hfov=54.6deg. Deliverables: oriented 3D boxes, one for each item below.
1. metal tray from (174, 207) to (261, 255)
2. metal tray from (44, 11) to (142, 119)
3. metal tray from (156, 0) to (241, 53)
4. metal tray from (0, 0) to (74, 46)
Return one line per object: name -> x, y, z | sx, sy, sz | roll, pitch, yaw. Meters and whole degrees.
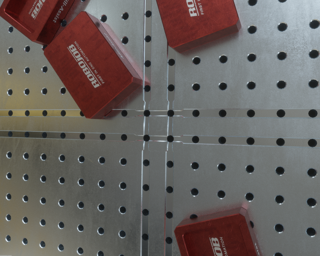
metal tray -> 0.080, 0.173, 0.381 | 0.090, 0.030, 0.129 | -19, 84, 19
metal tray -> -0.099, -0.088, 0.445 | 0.090, 0.030, 0.130 | -39, 78, 16
metal tray -> 0.041, -0.174, 0.396 | 0.090, 0.030, 0.129 | -17, 84, 19
metal tray -> -0.180, -0.205, 0.474 | 0.090, 0.030, 0.130 | 38, 102, 16
